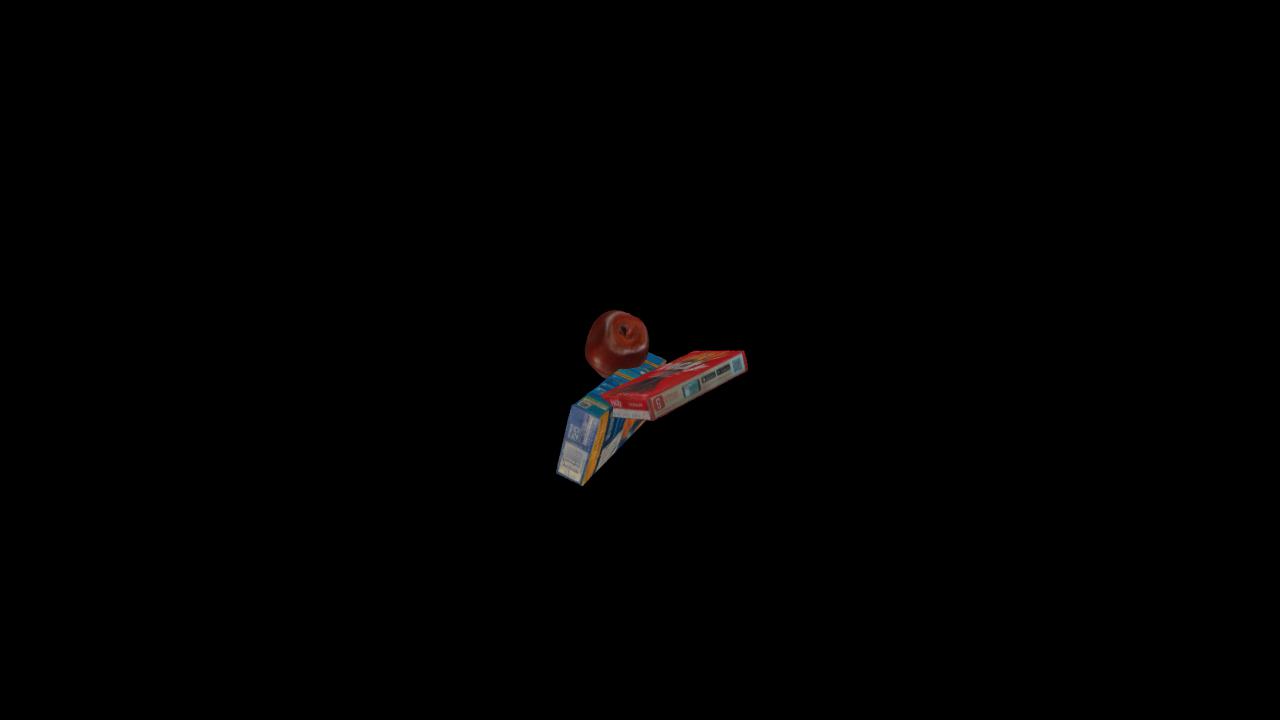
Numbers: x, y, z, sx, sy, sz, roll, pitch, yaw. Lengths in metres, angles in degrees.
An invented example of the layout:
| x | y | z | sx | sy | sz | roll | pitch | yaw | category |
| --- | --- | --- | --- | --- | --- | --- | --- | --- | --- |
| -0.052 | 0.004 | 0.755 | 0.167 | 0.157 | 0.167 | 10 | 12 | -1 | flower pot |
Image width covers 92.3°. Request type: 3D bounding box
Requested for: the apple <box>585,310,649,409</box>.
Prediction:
| x | y | z | sx | sy | sz | roll | pitch | yaw | category |
| --- | --- | --- | --- | --- | --- | --- | --- | --- | --- |
| -0.030 | -0.018 | 0.746 | 0.079 | 0.079 | 0.093 | 0 | -25 | -21 | apple |

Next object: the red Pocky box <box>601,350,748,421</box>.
| x | y | z | sx | sy | sz | roll | pitch | yaw | category |
| --- | --- | --- | --- | --- | --- | --- | --- | --- | --- |
| 0.039 | 0.024 | 0.673 | 0.155 | 0.028 | 0.083 | -24 | 14 | -38 | red Pocky box |

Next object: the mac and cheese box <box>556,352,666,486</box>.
| x | y | z | sx | sy | sz | roll | pitch | yaw | category |
| --- | --- | --- | --- | --- | --- | --- | --- | --- | --- |
| -0.029 | 0.061 | 0.717 | 0.041 | 0.093 | 0.184 | 23 | 28 | 16 | mac and cheese box |
